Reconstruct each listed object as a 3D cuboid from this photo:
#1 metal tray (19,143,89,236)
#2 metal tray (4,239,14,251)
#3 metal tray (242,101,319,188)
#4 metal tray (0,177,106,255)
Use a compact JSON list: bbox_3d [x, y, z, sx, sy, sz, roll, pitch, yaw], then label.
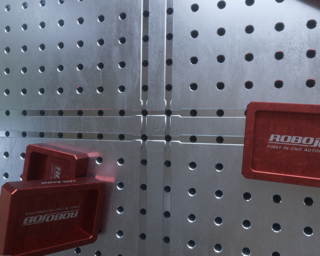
[{"bbox_3d":[-0.163,0.094,0.465,0.090,0.030,0.129,11,93,19],"label":"metal tray"},{"bbox_3d":[-0.296,0.212,0.512,0.130,0.030,0.089,20,96,18],"label":"metal tray"},{"bbox_3d":[0.164,0.018,0.352,0.130,0.030,0.089,5,92,19],"label":"metal tray"},{"bbox_3d":[-0.138,0.114,0.403,0.030,0.131,0.089,13,95,42],"label":"metal tray"}]
